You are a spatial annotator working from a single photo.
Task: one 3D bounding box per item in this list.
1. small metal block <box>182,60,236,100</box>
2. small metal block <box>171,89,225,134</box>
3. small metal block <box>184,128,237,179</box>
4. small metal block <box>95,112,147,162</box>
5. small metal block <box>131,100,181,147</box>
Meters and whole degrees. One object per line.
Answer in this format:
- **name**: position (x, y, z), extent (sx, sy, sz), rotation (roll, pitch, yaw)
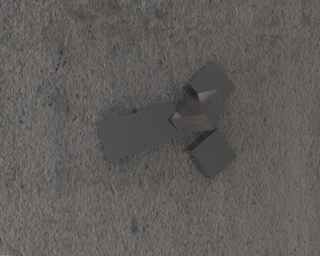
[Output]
- **small metal block**: position (0.069, -0.058, 0.434), extent (0.050, 0.025, 0.050), rotation (-46, 104, -14)
- **small metal block**: position (0.050, -0.021, 0.399), extent (0.025, 0.050, 0.050), rotation (57, 45, -28)
- **small metal block**: position (0.071, 0.035, 0.435), extent (0.050, 0.025, 0.050), rotation (-40, 103, -16)
- **small metal block**: position (-0.050, 0.011, 0.391), extent (0.050, 0.025, 0.050), rotation (-14, 95, -20)
- **small metal block**: position (-0.005, -0.006, 0.407), extent (0.050, 0.025, 0.050), rotation (-15, 95, -20)
